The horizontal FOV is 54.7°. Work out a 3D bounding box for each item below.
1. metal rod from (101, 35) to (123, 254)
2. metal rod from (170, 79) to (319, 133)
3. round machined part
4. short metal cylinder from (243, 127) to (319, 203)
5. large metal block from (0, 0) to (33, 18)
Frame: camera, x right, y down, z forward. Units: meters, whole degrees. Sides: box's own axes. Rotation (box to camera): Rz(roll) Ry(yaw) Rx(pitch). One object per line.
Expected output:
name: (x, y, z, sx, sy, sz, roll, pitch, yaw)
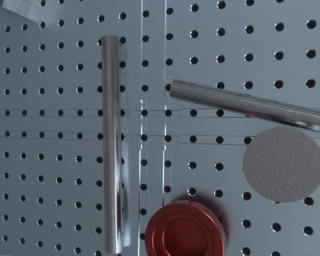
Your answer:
metal rod: (-0.067, 0.022, 0.434, 0.025, 0.025, 0.298, -1, 90, 19)
metal rod: (0.155, -0.014, 0.357, 0.301, 0.025, 0.025, 15, 95, 19)
round machined part: (0.034, 0.139, 0.391, 0.098, 0.042, 0.097, 0, 90, 19)
short metal cylinder: (0.138, 0.039, 0.351, 0.080, 0.050, 0.079, 0, 90, 19)
large metal block: (-0.244, -0.229, 0.483, 0.080, 0.050, 0.080, 22, 97, 18)
